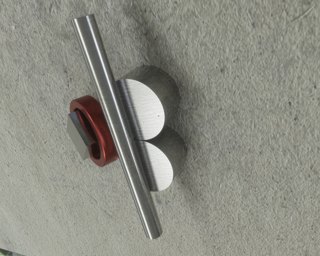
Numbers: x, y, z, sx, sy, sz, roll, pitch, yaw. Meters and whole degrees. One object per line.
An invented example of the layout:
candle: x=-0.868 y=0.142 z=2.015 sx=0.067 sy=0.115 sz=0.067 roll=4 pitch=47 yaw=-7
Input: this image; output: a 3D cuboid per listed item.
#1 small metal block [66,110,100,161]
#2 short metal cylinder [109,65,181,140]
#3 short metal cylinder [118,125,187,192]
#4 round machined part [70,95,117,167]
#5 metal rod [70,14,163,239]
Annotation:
small metal block: x=-0.101 y=0.009 z=0.415 sx=0.050 sy=0.025 sz=0.050 roll=57 pitch=151 yaw=14
short metal cylinder: x=-0.021 y=-0.032 z=0.384 sx=0.080 sy=0.050 sz=0.079 roll=13 pitch=124 yaw=21
short metal cylinder: x=-0.010 y=0.039 z=0.421 sx=0.080 sy=0.050 sz=0.079 roll=13 pitch=123 yaw=21
round machined part: x=-0.081 y=0.001 z=0.424 sx=0.098 sy=0.042 sz=0.097 roll=40 pitch=143 yaw=39
metal rod: x=-0.044 y=0.017 z=0.378 sx=0.025 sy=0.025 sz=0.298 roll=-1 pitch=118 yaw=29
